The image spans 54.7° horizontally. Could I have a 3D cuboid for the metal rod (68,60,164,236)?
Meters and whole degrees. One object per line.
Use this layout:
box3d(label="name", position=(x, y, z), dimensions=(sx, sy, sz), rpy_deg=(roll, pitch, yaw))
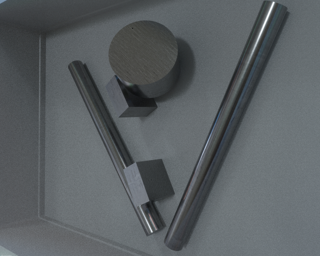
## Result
box3d(label="metal rod", position=(-0.074, 0.016, 0.465), dimensions=(0.025, 0.025, 0.299), rpy_deg=(-43, 64, 31))

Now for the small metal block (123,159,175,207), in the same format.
box3d(label="small metal block", position=(-0.014, 0.070, 0.400), dimensions=(0.025, 0.050, 0.050), rpy_deg=(-33, 70, 35))

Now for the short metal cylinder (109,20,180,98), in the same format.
box3d(label="short metal cylinder", position=(-0.017, -0.082, 0.379), dimensions=(0.080, 0.050, 0.080), rpy_deg=(-1, 78, 7))

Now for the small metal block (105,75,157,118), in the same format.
box3d(label="small metal block", position=(-0.039, -0.042, 0.419), dimensions=(0.025, 0.050, 0.050), rpy_deg=(-41, 65, 37))

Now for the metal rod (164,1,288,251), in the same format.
box3d(label="metal rod", position=(0.066, 0.012, 0.350), dimensions=(0.025, 0.025, 0.298), rpy_deg=(31, 109, 35))
